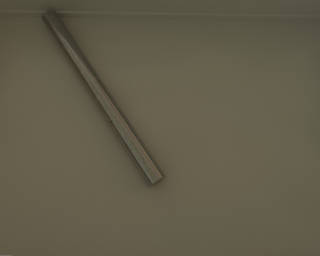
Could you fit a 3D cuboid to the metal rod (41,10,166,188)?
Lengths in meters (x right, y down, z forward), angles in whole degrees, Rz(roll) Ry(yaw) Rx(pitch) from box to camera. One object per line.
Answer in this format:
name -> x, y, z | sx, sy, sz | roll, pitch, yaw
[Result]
metal rod -> -0.085, -0.051, 0.427 | 0.025, 0.025, 0.299 | -32, 73, -11
